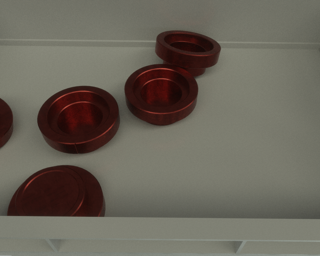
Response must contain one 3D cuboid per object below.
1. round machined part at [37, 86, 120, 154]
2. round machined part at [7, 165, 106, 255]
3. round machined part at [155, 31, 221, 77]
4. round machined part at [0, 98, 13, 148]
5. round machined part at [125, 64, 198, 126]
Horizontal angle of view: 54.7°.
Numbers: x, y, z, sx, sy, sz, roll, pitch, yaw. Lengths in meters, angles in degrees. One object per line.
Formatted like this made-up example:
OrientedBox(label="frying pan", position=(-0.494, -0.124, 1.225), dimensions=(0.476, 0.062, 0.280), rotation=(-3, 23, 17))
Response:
OrientedBox(label="round machined part", position=(-0.101, -0.006, 0.398), dimensions=(0.099, 0.042, 0.098), rotation=(0, 50, 0))
OrientedBox(label="round machined part", position=(-0.110, 0.080, 0.326), dimensions=(0.099, 0.042, 0.098), rotation=(0, 50, 0))
OrientedBox(label="round machined part", position=(0.041, -0.113, 0.479), dimensions=(0.099, 0.042, 0.098), rotation=(6, 36, -4))
OrientedBox(label="round machined part", position=(-0.237, -0.014, 0.385), dimensions=(0.099, 0.042, 0.098), rotation=(13, 46, -13))
OrientedBox(label="round machined part", position=(0.002, -0.042, 0.429), dimensions=(0.099, 0.042, 0.098), rotation=(0, 50, 0))
